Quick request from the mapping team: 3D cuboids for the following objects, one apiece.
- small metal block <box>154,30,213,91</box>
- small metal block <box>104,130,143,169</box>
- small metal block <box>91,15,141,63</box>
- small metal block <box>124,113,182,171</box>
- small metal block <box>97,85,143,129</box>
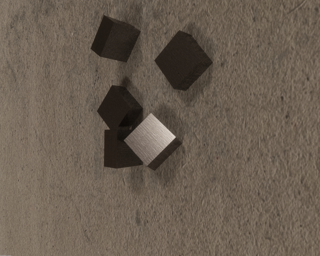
[{"bbox_3d":[0.028,-0.082,0.380,0.050,0.025,0.050,-46,63,30],"label":"small metal block"},{"bbox_3d":[-0.049,0.027,0.427,0.025,0.050,0.050,2,91,40],"label":"small metal block"},{"bbox_3d":[-0.062,-0.125,0.438,0.025,0.050,0.050,42,115,31],"label":"small metal block"},{"bbox_3d":[-0.009,0.018,0.398,0.050,0.025,0.050,-45,60,0],"label":"small metal block"},{"bbox_3d":[-0.059,-0.027,0.452,0.050,0.025,0.050,50,119,28],"label":"small metal block"}]
